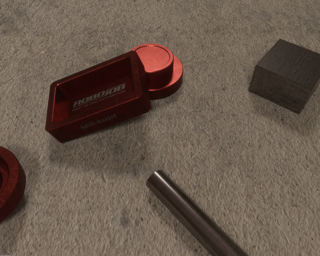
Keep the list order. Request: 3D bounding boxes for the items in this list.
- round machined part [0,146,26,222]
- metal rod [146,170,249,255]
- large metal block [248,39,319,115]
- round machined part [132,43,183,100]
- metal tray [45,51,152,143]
[{"bbox_3d":[-0.194,0.069,0.332,0.099,0.042,0.098,0,50,0],"label":"round machined part"},{"bbox_3d":[0.092,0.145,0.282,0.025,0.025,0.300,-33,58,-25],"label":"metal rod"},{"bbox_3d":[0.190,-0.077,0.455,0.080,0.050,0.080,31,56,23],"label":"large metal block"},{"bbox_3d":[-0.014,-0.091,0.469,0.099,0.042,0.098,0,50,0],"label":"round machined part"},{"bbox_3d":[-0.081,-0.042,0.404,0.130,0.030,0.090,-19,50,10],"label":"metal tray"}]
